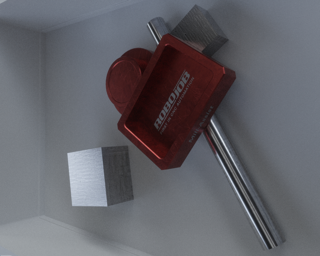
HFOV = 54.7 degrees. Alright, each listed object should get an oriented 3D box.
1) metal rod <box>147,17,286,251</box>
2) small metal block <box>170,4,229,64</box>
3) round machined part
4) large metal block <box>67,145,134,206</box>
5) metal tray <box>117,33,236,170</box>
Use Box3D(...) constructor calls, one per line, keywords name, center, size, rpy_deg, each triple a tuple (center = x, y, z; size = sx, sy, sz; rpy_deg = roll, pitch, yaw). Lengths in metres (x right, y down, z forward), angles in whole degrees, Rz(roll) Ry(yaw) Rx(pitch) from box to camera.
Box3D(name="metal rod", center=(0.055, -0.010, 0.360), size=(0.025, 0.025, 0.299), rpy_deg=(-38, 67, 33))
Box3D(name="small metal block", center=(0.044, -0.108, 0.369), size=(0.050, 0.025, 0.050), rpy_deg=(-42, 65, 31))
Box3D(name="round machined part", center=(-0.036, -0.061, 0.424), size=(0.098, 0.042, 0.097), rpy_deg=(0, 90, 39))
Box3D(name="large metal block", center=(-0.090, 0.071, 0.462), size=(0.080, 0.050, 0.080), rpy_deg=(-11, 83, 39))
Box3D(name="metal tray", center=(0.014, -0.029, 0.354), size=(0.090, 0.030, 0.129), rpy_deg=(40, 111, 29))
